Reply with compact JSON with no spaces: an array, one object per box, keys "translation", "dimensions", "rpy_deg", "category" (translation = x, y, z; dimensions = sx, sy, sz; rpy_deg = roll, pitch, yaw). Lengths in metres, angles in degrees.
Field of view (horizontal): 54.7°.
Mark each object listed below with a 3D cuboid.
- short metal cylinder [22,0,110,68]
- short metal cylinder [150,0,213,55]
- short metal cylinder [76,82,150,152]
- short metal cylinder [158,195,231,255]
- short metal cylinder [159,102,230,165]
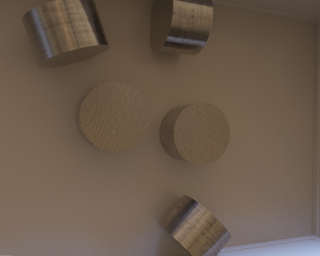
[{"translation":[-0.103,-0.103,0.344],"dimensions":[0.081,0.080,0.050],"rpy_deg":[-20,97,-19],"category":"short metal cylinder"},{"translation":[0.025,-0.135,0.391],"dimensions":[0.050,0.080,0.079],"rpy_deg":[2,90,-20],"category":"short metal cylinder"},{"translation":[-0.059,-0.013,0.376],"dimensions":[0.081,0.050,0.079],"rpy_deg":[0,90,-21],"category":"short metal cylinder"},{"translation":[0.044,0.132,0.399],"dimensions":[0.050,0.080,0.080],"rpy_deg":[-45,105,-14],"category":"short metal cylinder"},{"translation":[0.046,0.007,0.415],"dimensions":[0.081,0.050,0.079],"rpy_deg":[0,90,-21],"category":"short metal cylinder"}]
